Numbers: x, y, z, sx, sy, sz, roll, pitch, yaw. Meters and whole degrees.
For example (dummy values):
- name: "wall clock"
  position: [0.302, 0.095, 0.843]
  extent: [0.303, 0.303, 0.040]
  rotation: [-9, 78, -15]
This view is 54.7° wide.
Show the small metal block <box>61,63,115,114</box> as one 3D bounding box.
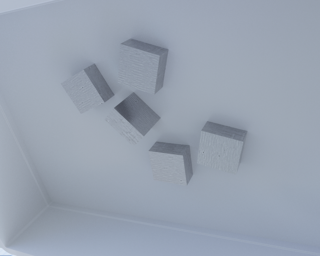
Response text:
- name: "small metal block"
  position: [-0.100, -0.053, 0.426]
  extent: [0.050, 0.025, 0.050]
  rotation: [-20, 108, 35]

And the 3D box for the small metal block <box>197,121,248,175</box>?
- name: "small metal block"
  position: [0.076, 0.024, 0.383]
  extent: [0.050, 0.025, 0.050]
  rotation: [15, 125, 19]

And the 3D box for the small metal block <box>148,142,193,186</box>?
- name: "small metal block"
  position: [0.016, 0.049, 0.429]
  extent: [0.050, 0.025, 0.050]
  rotation: [5, 121, 25]

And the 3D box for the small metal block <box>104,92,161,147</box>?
- name: "small metal block"
  position: [-0.034, -0.012, 0.402]
  extent: [0.050, 0.050, 0.025]
  rotation: [44, 129, -3]

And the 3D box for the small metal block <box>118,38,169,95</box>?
- name: "small metal block"
  position: [-0.021, -0.074, 0.373]
  extent: [0.050, 0.025, 0.050]
  rotation: [20, 126, 15]
